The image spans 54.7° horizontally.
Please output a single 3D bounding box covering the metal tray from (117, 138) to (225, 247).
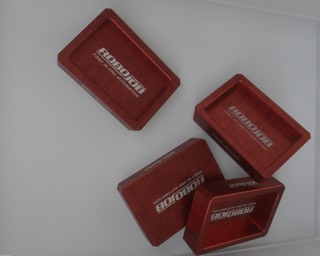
[{"bbox_3d":[0.021,0.082,0.416,0.131,0.030,0.090,-31,100,-17],"label":"metal tray"}]

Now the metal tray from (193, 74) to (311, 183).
[{"bbox_3d":[0.120,-0.002,0.418,0.090,0.030,0.130,-38,72,-16],"label":"metal tray"}]

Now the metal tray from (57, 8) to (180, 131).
[{"bbox_3d":[-0.049,-0.070,0.389,0.130,0.030,0.090,44,76,-15],"label":"metal tray"}]

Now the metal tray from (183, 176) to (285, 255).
[{"bbox_3d":[0.100,0.113,0.415,0.131,0.030,0.089,-2,115,-30],"label":"metal tray"}]
